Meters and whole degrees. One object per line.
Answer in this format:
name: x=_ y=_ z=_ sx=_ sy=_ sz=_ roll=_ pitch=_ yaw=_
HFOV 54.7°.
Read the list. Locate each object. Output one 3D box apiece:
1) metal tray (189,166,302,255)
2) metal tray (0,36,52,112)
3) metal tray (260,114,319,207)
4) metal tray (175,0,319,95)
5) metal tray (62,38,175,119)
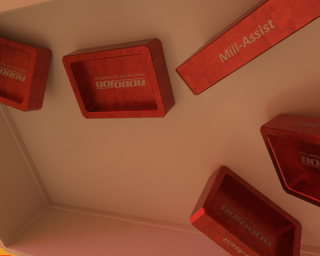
metal tray: x=0.109 y=0.117 z=0.380 sx=0.130 sy=0.090 sz=0.030 roll=37 pitch=129 yaw=3
metal tray: x=-0.226 y=-0.085 z=0.448 sx=0.130 sy=0.030 sz=0.089 roll=19 pitch=103 yaw=16
metal tray: x=0.161 y=0.037 z=0.292 sx=0.090 sy=0.030 sz=0.130 roll=64 pitch=165 yaw=-16
metal tray: x=0.083 y=-0.086 z=0.269 sx=0.130 sy=0.090 sz=0.030 roll=-32 pitch=101 yaw=38
metal tray: x=-0.053 y=-0.059 z=0.395 sx=0.130 sy=0.030 sz=0.089 roll=0 pitch=119 yaw=28
